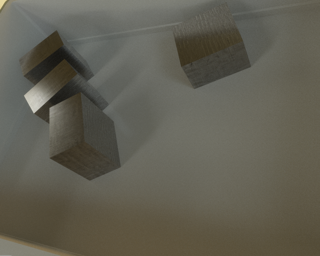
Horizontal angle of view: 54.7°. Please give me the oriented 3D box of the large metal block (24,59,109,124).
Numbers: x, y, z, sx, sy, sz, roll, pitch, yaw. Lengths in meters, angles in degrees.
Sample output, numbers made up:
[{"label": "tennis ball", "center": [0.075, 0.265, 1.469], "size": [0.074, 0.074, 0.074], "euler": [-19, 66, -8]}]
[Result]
[{"label": "large metal block", "center": [-0.139, -0.042, 0.470], "size": [0.080, 0.080, 0.050], "euler": [-43, 51, -2]}]

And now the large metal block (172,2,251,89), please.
[{"label": "large metal block", "center": [0.068, -0.111, 0.422], "size": [0.080, 0.050, 0.080], "euler": [-20, 54, 16]}]

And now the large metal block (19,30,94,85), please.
[{"label": "large metal block", "center": [-0.174, -0.102, 0.525], "size": [0.080, 0.080, 0.050], "euler": [-37, 51, 4]}]

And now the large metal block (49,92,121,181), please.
[{"label": "large metal block", "center": [-0.100, 0.013, 0.415], "size": [0.050, 0.080, 0.080], "euler": [-25, 53, 13]}]
